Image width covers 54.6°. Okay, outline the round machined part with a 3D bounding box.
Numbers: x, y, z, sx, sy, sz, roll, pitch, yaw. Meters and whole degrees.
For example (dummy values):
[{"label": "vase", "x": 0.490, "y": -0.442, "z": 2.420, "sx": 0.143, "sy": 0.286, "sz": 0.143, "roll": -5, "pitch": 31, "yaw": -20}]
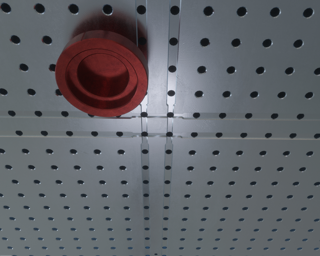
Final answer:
[{"label": "round machined part", "x": -0.062, "y": -0.063, "z": 0.346, "sx": 0.099, "sy": 0.042, "sz": 0.097, "roll": 0, "pitch": 130, "yaw": 0}]
